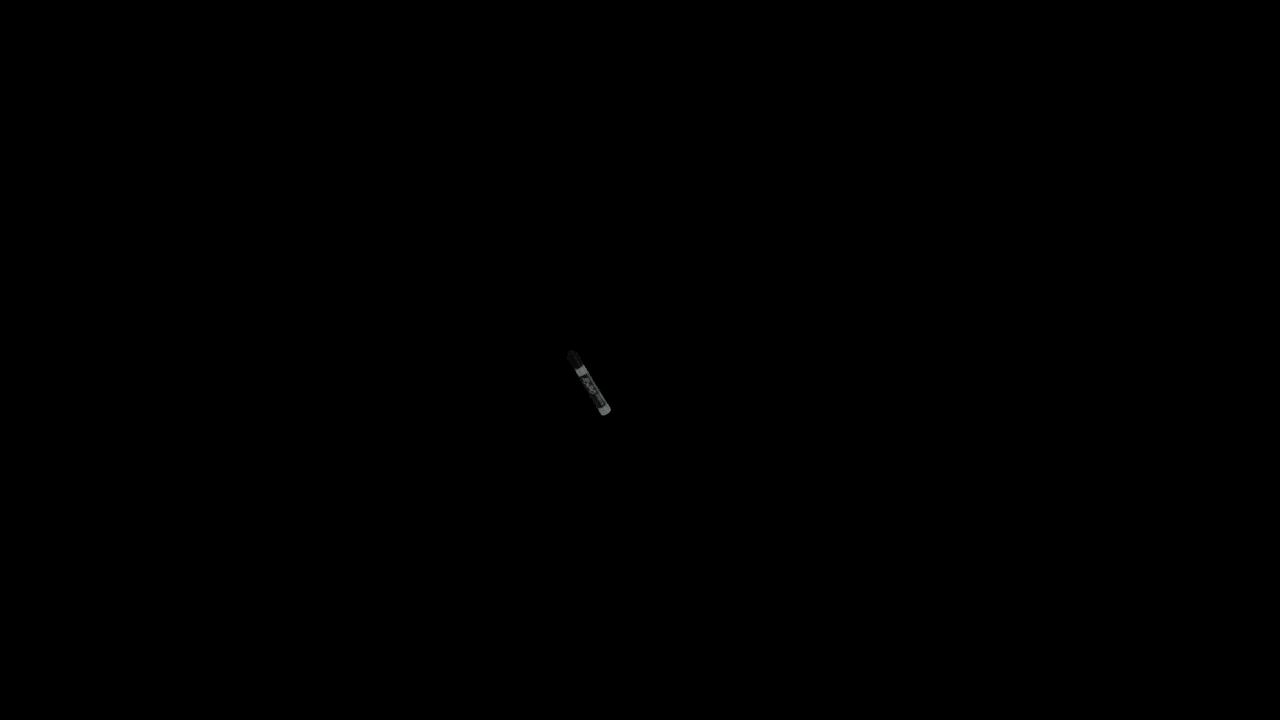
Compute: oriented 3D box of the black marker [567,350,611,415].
[{"bbox_3d":[-0.081,0.036,0.971,0.020,0.121,0.020,-24,24,11],"label":"black marker"}]
